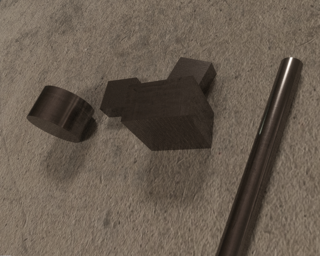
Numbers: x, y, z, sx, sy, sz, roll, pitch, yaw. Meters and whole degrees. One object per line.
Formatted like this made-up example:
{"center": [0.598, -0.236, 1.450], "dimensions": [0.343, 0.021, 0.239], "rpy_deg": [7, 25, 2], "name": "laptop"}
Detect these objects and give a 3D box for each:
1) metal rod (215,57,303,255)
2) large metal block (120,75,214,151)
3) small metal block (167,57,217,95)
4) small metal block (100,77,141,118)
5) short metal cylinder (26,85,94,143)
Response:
{"center": [0.097, 0.053, 0.319], "dimensions": [0.025, 0.025, 0.300], "rpy_deg": [12, 67, 33], "name": "metal rod"}
{"center": [0.013, -0.013, 0.369], "dimensions": [0.080, 0.080, 0.050], "rpy_deg": [-5, 60, 25], "name": "large metal block"}
{"center": [0.041, -0.066, 0.422], "dimensions": [0.050, 0.025, 0.050], "rpy_deg": [20, 72, 35], "name": "small metal block"}
{"center": [-0.055, -0.045, 0.459], "dimensions": [0.050, 0.025, 0.050], "rpy_deg": [-3, 60, 26], "name": "small metal block"}
{"center": [-0.144, -0.019, 0.454], "dimensions": [0.080, 0.080, 0.050], "rpy_deg": [9, 67, 32], "name": "short metal cylinder"}
